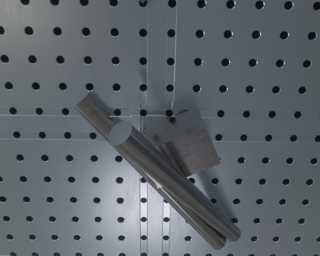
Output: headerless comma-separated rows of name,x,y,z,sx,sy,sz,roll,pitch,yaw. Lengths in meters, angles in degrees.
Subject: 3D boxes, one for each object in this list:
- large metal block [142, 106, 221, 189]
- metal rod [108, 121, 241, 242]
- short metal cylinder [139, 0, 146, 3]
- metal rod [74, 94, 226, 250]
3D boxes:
large metal block,0.024,0.021,0.392,0.080,0.080,0.050,-23,109,8
metal rod,0.039,0.083,0.373,0.025,0.025,0.300,-32,135,11
short metal cylinder,-0.032,-0.177,0.319,0.080,0.080,0.050,40,105,-13
metal rod,-0.005,0.072,0.439,0.025,0.025,0.300,-39,106,13
